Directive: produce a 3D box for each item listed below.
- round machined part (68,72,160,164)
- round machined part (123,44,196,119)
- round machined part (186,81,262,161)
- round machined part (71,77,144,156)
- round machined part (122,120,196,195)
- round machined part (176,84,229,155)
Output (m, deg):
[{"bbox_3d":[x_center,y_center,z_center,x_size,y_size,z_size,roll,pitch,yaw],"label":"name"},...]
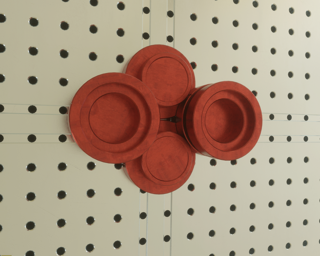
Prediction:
[{"bbox_3d":[-0.053,-0.011,0.349,0.099,0.042,0.097,0,90,-20],"label":"round machined part"},{"bbox_3d":[0.003,-0.060,0.404,0.099,0.042,0.097,0,90,-20],"label":"round machined part"},{"bbox_3d":[0.078,-0.009,0.397,0.099,0.042,0.097,0,90,-20],"label":"round machined part"},{"bbox_3d":[-0.061,-0.011,0.380,0.099,0.042,0.097,0,90,-20],"label":"round machined part"},{"bbox_3d":[0.003,0.038,0.404,0.099,0.042,0.097,0,90,-20],"label":"round machined part"},{"bbox_3d":[0.067,-0.010,0.427,0.099,0.042,0.097,0,90,-20],"label":"round machined part"}]
